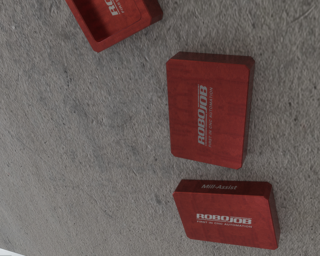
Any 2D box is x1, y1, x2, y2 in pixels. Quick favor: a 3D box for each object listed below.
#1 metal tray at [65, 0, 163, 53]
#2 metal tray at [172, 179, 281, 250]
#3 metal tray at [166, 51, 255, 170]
[{"bbox_3d":[-0.065,-0.160,0.338,0.090,0.030,0.130,-17,110,34],"label":"metal tray"},{"bbox_3d":[0.091,0.117,0.428,0.130,0.030,0.090,-4,117,30],"label":"metal tray"},{"bbox_3d":[0.057,-0.019,0.362,0.090,0.030,0.129,10,123,23],"label":"metal tray"}]
